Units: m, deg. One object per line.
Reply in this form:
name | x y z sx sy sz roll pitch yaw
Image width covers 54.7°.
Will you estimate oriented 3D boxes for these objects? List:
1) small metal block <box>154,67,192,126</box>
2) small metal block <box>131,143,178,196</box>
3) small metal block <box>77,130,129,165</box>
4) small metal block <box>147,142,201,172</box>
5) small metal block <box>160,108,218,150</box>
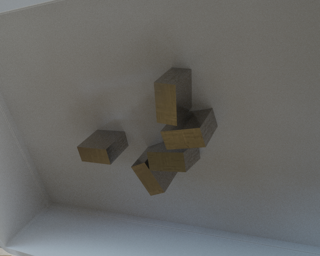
small metal block | 0.017 -0.038 0.359 0.025 0.050 0.050 10 123 23
small metal block | -0.006 0.057 0.429 0.025 0.050 0.050 -22 107 36
small metal block | -0.082 0.027 0.450 0.050 0.050 0.025 3 120 26
small metal block | 0.019 0.035 0.400 0.050 0.050 0.025 -1 104 28
small metal block | 0.036 0.001 0.373 0.050 0.050 0.025 -6 115 30
